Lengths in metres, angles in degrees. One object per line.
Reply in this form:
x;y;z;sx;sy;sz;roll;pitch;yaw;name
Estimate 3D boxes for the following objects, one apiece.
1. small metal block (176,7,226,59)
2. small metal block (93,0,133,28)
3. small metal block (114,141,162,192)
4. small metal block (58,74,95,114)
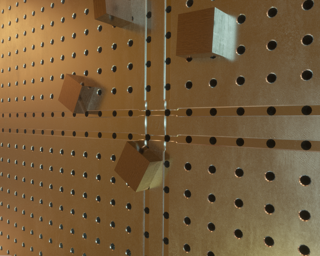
0.048;-0.111;0.368;0.050;0.025;0.050;5;93;39;small metal block
-0.068;-0.178;0.447;0.025;0.050;0.050;-9;85;39;small metal block
-0.031;0.053;0.433;0.050;0.025;0.050;38;113;33;small metal block
-0.142;-0.058;0.524;0.050;0.025;0.050;35;112;34;small metal block
